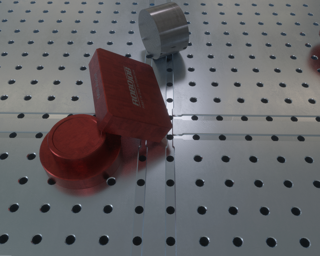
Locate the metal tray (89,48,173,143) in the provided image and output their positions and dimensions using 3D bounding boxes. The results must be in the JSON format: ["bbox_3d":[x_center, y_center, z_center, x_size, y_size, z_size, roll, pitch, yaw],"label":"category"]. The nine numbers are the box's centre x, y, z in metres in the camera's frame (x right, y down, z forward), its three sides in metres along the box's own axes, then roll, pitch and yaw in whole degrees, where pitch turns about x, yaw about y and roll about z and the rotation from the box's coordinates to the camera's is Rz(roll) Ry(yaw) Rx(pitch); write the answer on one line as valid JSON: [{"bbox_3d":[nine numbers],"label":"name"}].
[{"bbox_3d":[-0.042,-0.045,0.414,0.091,0.030,0.130,13,43,-32],"label":"metal tray"}]

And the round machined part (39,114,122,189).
[{"bbox_3d":[-0.097,0.021,0.378,0.099,0.042,0.098,0,50,0],"label":"round machined part"}]

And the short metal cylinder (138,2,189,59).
[{"bbox_3d":[0.005,-0.158,0.505,0.050,0.080,0.080,-22,54,-18],"label":"short metal cylinder"}]
